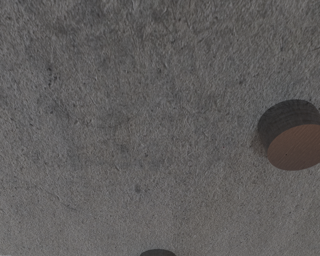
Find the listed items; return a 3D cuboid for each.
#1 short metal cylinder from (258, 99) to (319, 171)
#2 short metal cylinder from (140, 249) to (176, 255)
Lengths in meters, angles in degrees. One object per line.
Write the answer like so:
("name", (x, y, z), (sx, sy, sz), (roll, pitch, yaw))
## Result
("short metal cylinder", (0.173, 0.010, 0.401), (0.081, 0.050, 0.079), (0, 130, 0))
("short metal cylinder", (-0.005, 0.294, 0.641), (0.081, 0.050, 0.079), (0, 130, 0))
